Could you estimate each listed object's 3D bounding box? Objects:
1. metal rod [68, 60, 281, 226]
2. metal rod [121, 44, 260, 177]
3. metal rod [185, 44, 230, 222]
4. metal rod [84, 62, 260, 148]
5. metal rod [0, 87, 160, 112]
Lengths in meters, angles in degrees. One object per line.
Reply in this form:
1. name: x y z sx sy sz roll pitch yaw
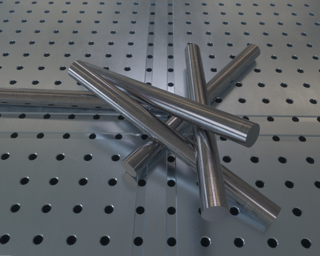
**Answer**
1. metal rod: 0.005 0.008 0.369 0.300 0.025 0.025 37 59 15
2. metal rod: 0.059 -0.040 0.441 0.025 0.025 0.301 33 57 24
3. metal rod: 0.051 -0.024 0.386 0.025 0.025 0.300 0 42 0
4. metal rod: -0.016 -0.042 0.391 0.300 0.025 0.025 25 53 39
5. metal rod: -0.133 -0.042 0.442 0.302 0.025 0.025 3 50 2
